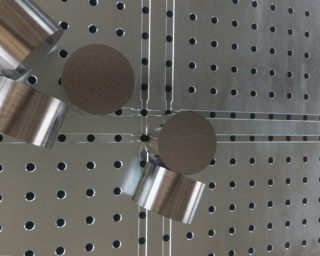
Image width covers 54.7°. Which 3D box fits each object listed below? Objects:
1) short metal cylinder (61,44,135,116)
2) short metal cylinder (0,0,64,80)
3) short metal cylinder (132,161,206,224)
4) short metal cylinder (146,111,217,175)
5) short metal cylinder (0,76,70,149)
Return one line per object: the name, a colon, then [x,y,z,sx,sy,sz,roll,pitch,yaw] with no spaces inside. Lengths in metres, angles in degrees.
short metal cylinder: [-0.076,-0.055,0.371,0.081,0.050,0.079,0,90,-20]
short metal cylinder: [-0.150,-0.095,0.328,0.050,0.080,0.080,45,76,-15]
short metal cylinder: [0.011,0.080,0.388,0.080,0.080,0.050,24,82,-19]
short metal cylinder: [0.027,0.019,0.409,0.081,0.050,0.079,0,90,-20]
short metal cylinder: [-0.144,-0.016,0.330,0.080,0.080,0.050,24,82,-19]
